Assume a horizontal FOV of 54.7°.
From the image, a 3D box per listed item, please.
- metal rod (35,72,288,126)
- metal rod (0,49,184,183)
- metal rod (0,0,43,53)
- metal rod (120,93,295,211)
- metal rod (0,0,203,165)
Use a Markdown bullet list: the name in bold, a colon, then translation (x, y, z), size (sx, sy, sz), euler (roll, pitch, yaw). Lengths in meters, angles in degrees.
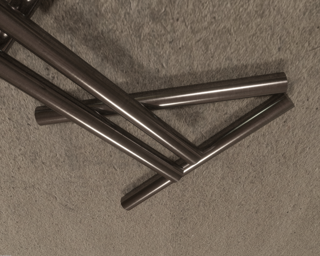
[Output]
- **metal rod**: translation (-0.003, -0.034, 0.377), size (0.302, 0.025, 0.025), euler (-7, 130, 5)
- **metal rod**: translation (-0.086, -0.012, 0.361), size (0.301, 0.025, 0.025), euler (35, 122, -27)
- **metal rod**: translation (-0.151, -0.107, 0.313), size (0.025, 0.025, 0.299), euler (36, 121, -27)
- **metal rod**: translation (0.051, 0.044, 0.445), size (0.299, 0.025, 0.025), euler (-37, 121, 27)
- **metal rod**: translation (-0.061, -0.042, 0.336), size (0.301, 0.025, 0.025), euler (37, 121, -28)
